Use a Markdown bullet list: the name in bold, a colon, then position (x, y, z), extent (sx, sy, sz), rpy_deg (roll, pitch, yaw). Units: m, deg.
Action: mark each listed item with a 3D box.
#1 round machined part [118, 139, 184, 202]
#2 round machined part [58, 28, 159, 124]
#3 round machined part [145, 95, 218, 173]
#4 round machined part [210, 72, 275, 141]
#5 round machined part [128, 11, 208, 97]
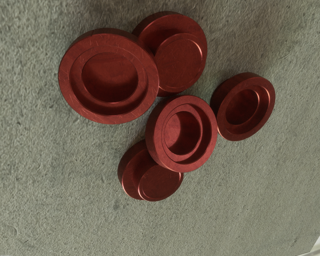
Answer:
- **round machined part**: position (-0.006, 0.064, 0.434), extent (0.099, 0.042, 0.097), rpy_deg (-14, 125, -21)
- **round machined part**: position (-0.051, -0.056, 0.322), extent (0.099, 0.042, 0.097), rpy_deg (-2, 123, -3)
- **round machined part**: position (0.024, 0.006, 0.402), extent (0.099, 0.042, 0.097), rpy_deg (-4, 97, -31)
- **round machined part**: position (0.111, -0.033, 0.439), extent (0.099, 0.042, 0.097), rpy_deg (-14, 125, -21)
- **round machined part**: position (0.013, -0.080, 0.356), extent (0.099, 0.042, 0.097), rpy_deg (-14, 125, -21)
